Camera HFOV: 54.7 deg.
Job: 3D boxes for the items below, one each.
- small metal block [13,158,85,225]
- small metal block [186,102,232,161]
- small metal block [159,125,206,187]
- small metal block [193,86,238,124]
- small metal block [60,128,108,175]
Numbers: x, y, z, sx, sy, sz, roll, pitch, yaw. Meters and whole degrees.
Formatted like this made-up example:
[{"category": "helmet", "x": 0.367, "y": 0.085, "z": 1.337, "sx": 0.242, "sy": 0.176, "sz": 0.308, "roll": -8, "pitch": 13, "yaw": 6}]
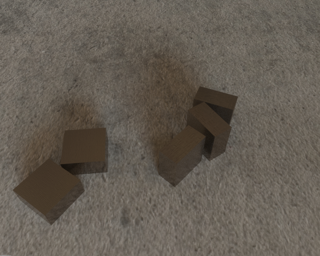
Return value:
[{"category": "small metal block", "x": -0.122, "y": 0.069, "z": 0.343, "sx": 0.050, "sy": 0.025, "sz": 0.050, "roll": 29, "pitch": 55, "yaw": 21}, {"category": "small metal block", "x": 0.058, "y": 0.005, "z": 0.384, "sx": 0.025, "sy": 0.050, "sz": 0.050, "roll": -27, "pitch": 56, "yaw": -21}, {"category": "small metal block", "x": 0.025, "y": 0.033, "z": 0.360, "sx": 0.025, "sy": 0.050, "sz": 0.050, "roll": 35, "pitch": 58, "yaw": 25}, {"category": "small metal block", "x": 0.070, "y": -0.022, "z": 0.407, "sx": 0.050, "sy": 0.050, "sz": 0.025, "roll": 17, "pitch": 52, "yaw": 13}, {"category": "small metal block", "x": -0.090, "y": 0.028, "z": 0.378, "sx": 0.050, "sy": 0.025, "sz": 0.050, "roll": -4, "pitch": 50, "yaw": -4}]
